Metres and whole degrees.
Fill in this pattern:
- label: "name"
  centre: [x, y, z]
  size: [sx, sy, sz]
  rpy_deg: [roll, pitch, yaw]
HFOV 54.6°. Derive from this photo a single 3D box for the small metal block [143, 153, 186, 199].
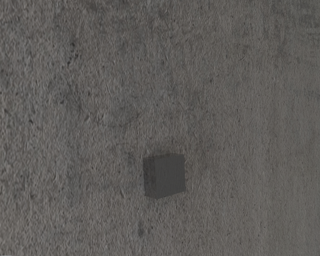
- label: "small metal block"
  centre: [0.006, 0.062, 0.409]
  size: [0.050, 0.025, 0.050]
  rpy_deg: [-6, 94, -40]
